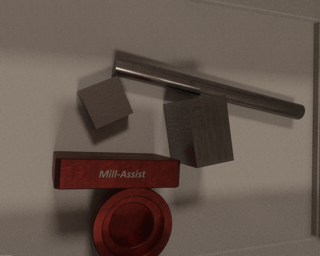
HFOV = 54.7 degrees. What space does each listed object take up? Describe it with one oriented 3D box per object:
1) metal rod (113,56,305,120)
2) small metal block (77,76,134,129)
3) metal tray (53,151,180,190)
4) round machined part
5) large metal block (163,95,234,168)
[{"bbox_3d":[0.083,-0.052,0.442,0.302,0.025,0.025,11,87,-20],"label":"metal rod"},{"bbox_3d":[-0.069,-0.031,0.386,0.050,0.025,0.050,-26,99,-19],"label":"small metal block"},{"bbox_3d":[-0.053,0.046,0.357,0.131,0.090,0.030,3,89,-20],"label":"metal tray"},{"bbox_3d":[-0.038,0.119,0.389,0.099,0.042,0.097,0,90,-21],"label":"round machined part"},{"bbox_3d":[0.047,0.003,0.400,0.050,0.080,0.079,-9,93,-20],"label":"large metal block"}]
